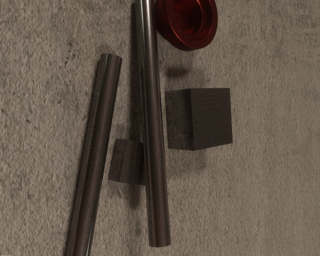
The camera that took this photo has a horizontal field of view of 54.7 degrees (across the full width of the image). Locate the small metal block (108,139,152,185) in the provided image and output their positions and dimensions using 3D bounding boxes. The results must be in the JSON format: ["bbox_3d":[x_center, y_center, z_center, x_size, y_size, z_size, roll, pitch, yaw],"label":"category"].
[{"bbox_3d":[-0.032,0.043,0.380,0.050,0.025,0.050,16,80,-39],"label":"small metal block"}]

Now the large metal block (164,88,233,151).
[{"bbox_3d":[0.056,-0.014,0.438,0.081,0.050,0.079,-7,95,-40],"label":"large metal block"}]

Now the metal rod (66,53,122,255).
[{"bbox_3d":[-0.077,0.065,0.341,0.025,0.025,0.298,14,81,-40],"label":"metal rod"}]

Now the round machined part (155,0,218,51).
[{"bbox_3d":[0.031,-0.153,0.421,0.099,0.042,0.097,0,90,-40],"label":"round machined part"}]

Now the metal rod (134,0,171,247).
[{"bbox_3d":[-0.010,-0.015,0.371,0.025,0.025,0.298,2,81,-40],"label":"metal rod"}]
